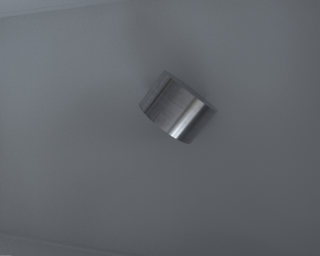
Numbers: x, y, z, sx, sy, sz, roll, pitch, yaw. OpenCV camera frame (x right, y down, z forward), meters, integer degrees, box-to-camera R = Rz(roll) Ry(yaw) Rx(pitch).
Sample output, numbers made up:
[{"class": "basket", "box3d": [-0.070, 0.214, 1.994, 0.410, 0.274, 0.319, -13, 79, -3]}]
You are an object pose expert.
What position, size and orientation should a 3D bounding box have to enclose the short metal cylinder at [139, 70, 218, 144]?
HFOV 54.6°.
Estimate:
[{"class": "short metal cylinder", "box3d": [0.022, -0.025, 0.374, 0.080, 0.080, 0.050, 41, 103, 15]}]
